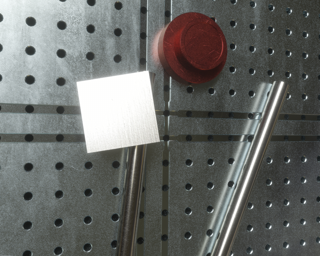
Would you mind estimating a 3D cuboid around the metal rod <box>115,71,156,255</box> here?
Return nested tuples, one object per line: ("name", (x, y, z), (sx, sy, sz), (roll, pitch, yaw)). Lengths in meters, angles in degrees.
("metal rod", (-0.035, 0.076, 0.400), (0.025, 0.025, 0.298), (7, 88, -20))

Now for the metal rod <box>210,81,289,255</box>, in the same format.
("metal rod", (0.133, 0.069, 0.463), (0.025, 0.025, 0.299), (25, 82, -19))

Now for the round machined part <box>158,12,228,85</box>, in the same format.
("round machined part", (0.051, -0.110, 0.423), (0.099, 0.042, 0.097), (0, 90, -21))

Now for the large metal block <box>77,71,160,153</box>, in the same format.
("large metal block", (-0.046, -0.017, 0.366), (0.080, 0.050, 0.080), (-9, 88, 0))
